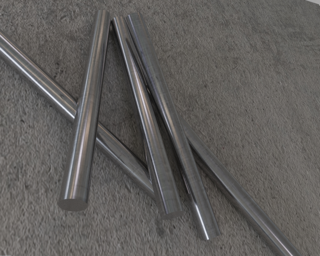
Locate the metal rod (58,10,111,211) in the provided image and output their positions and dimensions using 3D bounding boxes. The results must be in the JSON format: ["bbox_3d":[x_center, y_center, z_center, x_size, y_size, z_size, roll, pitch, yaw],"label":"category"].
[{"bbox_3d":[-0.080,-0.049,0.362,0.025,0.025,0.300,15,47,-20],"label":"metal rod"}]

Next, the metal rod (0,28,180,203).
[{"bbox_3d":[-0.094,-0.014,0.360,0.300,0.025,0.025,43,51,1],"label":"metal rod"}]

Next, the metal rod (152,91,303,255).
[{"bbox_3d":[0.077,0.059,0.408,0.300,0.025,0.025,49,51,7],"label":"metal rod"}]

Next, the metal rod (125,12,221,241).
[{"bbox_3d":[0.012,-0.012,0.391,0.025,0.025,0.299,-11,75,-33],"label":"metal rod"}]

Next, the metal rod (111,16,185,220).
[{"bbox_3d":[-0.025,-0.034,0.391,0.025,0.025,0.299,1,55,-28],"label":"metal rod"}]
